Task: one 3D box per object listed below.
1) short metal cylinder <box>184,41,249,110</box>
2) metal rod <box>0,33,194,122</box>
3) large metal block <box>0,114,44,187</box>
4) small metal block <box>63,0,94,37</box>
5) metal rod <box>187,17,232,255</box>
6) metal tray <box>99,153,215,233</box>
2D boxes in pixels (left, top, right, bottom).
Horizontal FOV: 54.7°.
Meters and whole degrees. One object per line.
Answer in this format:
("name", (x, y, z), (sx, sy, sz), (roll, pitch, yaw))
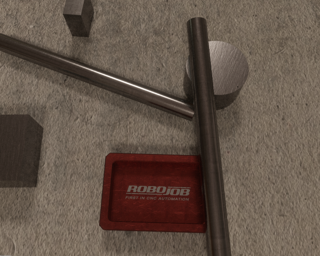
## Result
("short metal cylinder", (0.074, -0.070, 0.421), (0.081, 0.050, 0.080), (0, 70, -1))
("metal rod", (-0.093, -0.073, 0.433), (0.301, 0.025, 0.025), (21, 71, 7))
("large metal block", (-0.198, 0.030, 0.382), (0.081, 0.050, 0.080), (-1, 70, -1))
("small metal block", (-0.119, -0.170, 0.456), (0.025, 0.050, 0.050), (5, 70, 1))
("metal rod", (0.055, 0.011, 0.359), (0.025, 0.025, 0.299), (-3, 77, -2))
("metal tray", (-0.002, 0.079, 0.376), (0.131, 0.030, 0.090), (2, 70, 0))
